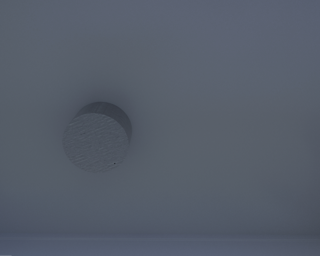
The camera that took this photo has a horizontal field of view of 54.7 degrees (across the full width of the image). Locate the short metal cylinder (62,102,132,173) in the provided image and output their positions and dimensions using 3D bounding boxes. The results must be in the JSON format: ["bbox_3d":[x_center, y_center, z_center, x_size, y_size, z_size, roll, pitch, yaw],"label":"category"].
[{"bbox_3d":[-0.079,0.011,0.401,0.081,0.050,0.079,0,110,-1],"label":"short metal cylinder"}]
